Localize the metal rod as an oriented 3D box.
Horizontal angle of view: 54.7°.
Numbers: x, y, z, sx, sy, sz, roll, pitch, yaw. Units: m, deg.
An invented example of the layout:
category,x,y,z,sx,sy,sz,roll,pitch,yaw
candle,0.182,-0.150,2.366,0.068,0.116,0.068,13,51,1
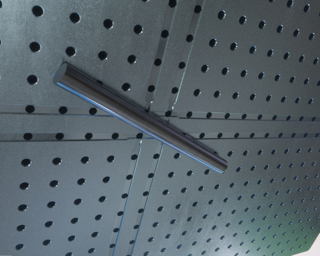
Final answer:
category,x,y,z,sx,sy,sz,roll,pitch,yaw
metal rod,-0.002,0.003,0.414,0.301,0.025,0.025,30,101,-38
